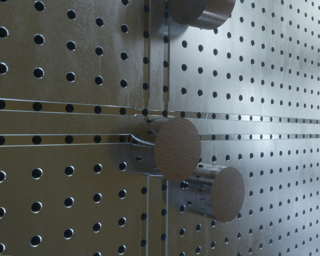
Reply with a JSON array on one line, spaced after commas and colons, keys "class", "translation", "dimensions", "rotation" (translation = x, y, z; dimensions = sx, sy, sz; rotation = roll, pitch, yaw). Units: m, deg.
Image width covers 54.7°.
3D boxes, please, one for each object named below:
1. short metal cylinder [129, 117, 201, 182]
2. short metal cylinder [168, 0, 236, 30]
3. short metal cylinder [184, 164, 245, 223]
[{"class": "short metal cylinder", "translation": [0.008, 0.026, 0.401], "dimensions": [0.081, 0.050, 0.079], "rotation": [-1, 91, -40]}, {"class": "short metal cylinder", "translation": [0.056, -0.178, 0.422], "dimensions": [0.050, 0.080, 0.079], "rotation": [-5, 93, -40]}, {"class": "short metal cylinder", "translation": [0.082, 0.096, 0.465], "dimensions": [0.081, 0.050, 0.079], "rotation": [0, 91, -40]}]
